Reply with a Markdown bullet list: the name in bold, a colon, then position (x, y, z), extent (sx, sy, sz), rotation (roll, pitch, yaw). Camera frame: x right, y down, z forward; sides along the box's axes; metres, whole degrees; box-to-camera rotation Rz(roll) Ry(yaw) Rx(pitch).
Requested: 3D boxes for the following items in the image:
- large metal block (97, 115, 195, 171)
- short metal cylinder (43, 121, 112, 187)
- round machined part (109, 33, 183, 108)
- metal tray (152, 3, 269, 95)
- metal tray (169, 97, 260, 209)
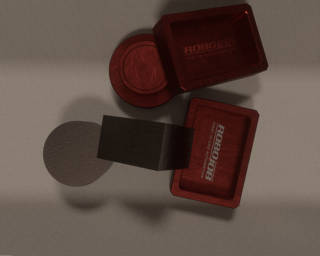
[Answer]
- **large metal block**: position (-0.014, 0.018, 0.369), extent (0.080, 0.080, 0.050), rotation (8, 89, 28)
- **short metal cylinder**: position (-0.101, 0.031, 0.398), extent (0.081, 0.050, 0.079), rotation (0, 90, -1)
- **round machined part**: position (-0.017, -0.075, 0.403), extent (0.099, 0.042, 0.097), rotation (0, 90, -1)
- **metal tray**: position (0.065, -0.100, 0.387), extent (0.131, 0.030, 0.090), rotation (-17, 90, -22)
- **metal tray**: position (0.070, 0.032, 0.409), extent (0.091, 0.030, 0.129), rotation (13, 90, -1)
